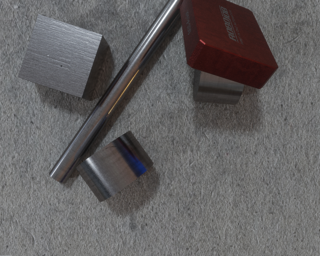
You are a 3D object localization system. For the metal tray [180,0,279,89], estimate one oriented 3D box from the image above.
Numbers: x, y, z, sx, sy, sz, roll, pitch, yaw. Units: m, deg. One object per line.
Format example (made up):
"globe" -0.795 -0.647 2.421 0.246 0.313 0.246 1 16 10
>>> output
"metal tray" 0.073 -0.107 0.356 0.091 0.130 0.030 14 134 -16

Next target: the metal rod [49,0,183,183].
"metal rod" -0.050 -0.058 0.409 0.025 0.025 0.299 35 90 0

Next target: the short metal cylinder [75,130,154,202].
"short metal cylinder" -0.055 0.046 0.382 0.080 0.080 0.050 -35 90 0

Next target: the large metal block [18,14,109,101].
"large metal block" -0.120 -0.087 0.396 0.080 0.050 0.080 18 90 0

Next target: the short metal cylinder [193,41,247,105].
"short metal cylinder" 0.072 -0.070 0.383 0.050 0.080 0.080 5 90 0
